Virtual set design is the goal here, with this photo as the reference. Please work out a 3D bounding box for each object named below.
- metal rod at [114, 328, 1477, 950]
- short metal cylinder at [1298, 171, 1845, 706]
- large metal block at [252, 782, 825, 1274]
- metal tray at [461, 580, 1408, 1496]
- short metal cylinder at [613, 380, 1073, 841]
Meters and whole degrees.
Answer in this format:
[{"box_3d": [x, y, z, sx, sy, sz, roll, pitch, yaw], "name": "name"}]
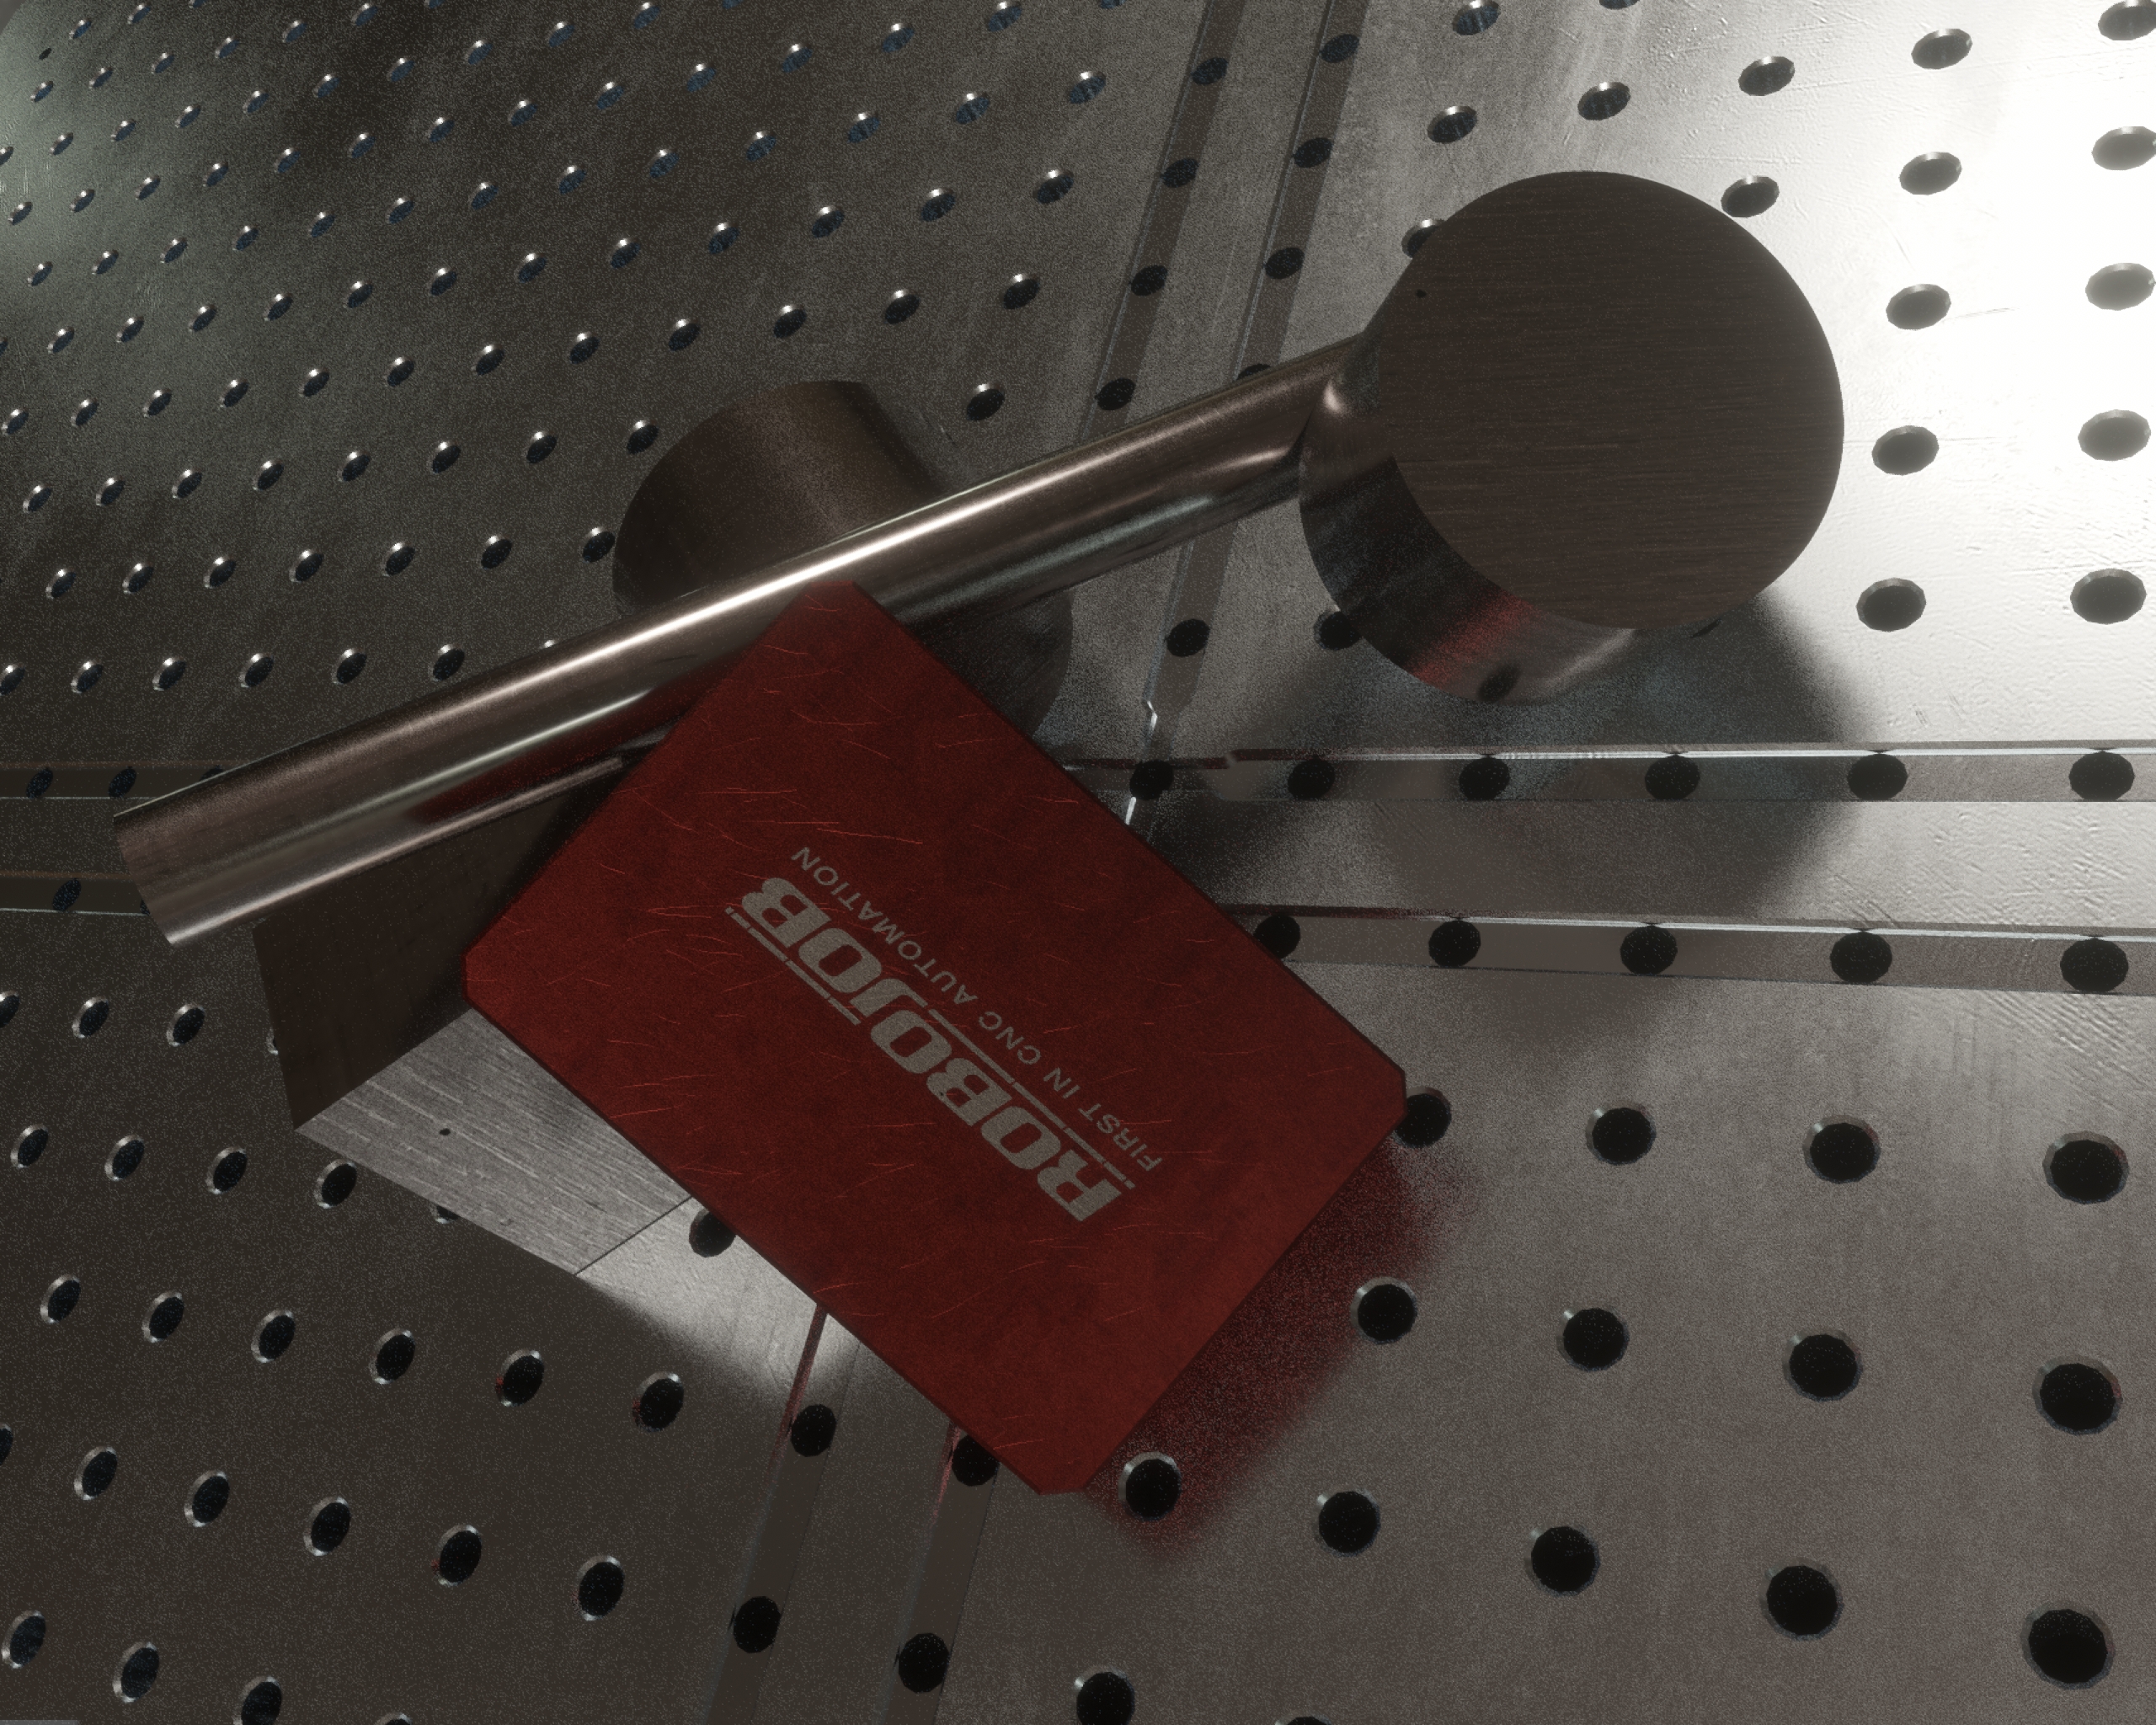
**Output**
[{"box_3d": [-0.021, -0.056, 0.383, 0.302, 0.025, 0.025, -24, 50, -14], "name": "metal rod"}, {"box_3d": [0.084, -0.072, 0.366, 0.081, 0.050, 0.080, 2, 79, -9], "name": "short metal cylinder"}, {"box_3d": [-0.096, 0.026, 0.405, 0.080, 0.080, 0.050, -34, 52, 5], "name": "large metal block"}, {"box_3d": [-0.023, 0.028, 0.347, 0.130, 0.030, 0.090, 42, 84, -3], "name": "metal tray"}, {"box_3d": [-0.048, -0.051, 0.428, 0.080, 0.080, 0.050, -37, 51, 3], "name": "short metal cylinder"}]
